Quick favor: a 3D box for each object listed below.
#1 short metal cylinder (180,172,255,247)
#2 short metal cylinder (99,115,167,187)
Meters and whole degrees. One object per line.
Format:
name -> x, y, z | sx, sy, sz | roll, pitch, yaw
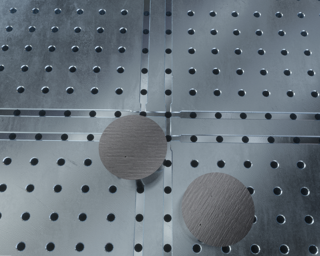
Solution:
short metal cylinder -> 0.064, 0.097, 0.364 | 0.081, 0.050, 0.080 | 0, 70, -1
short metal cylinder -> -0.032, 0.030, 0.387 | 0.081, 0.050, 0.080 | 0, 70, 0
